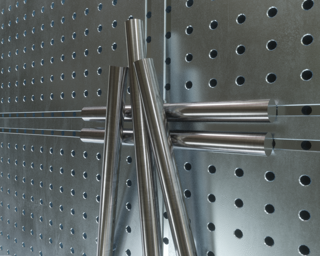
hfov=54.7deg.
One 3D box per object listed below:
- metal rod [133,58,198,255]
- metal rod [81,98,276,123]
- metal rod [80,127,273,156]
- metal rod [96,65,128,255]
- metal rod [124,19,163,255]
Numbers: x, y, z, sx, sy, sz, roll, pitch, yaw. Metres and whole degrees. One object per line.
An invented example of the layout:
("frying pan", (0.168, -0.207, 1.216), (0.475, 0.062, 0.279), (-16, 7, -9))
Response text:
("metal rod", (0.012, 0.065, 0.373), (0.025, 0.025, 0.298), (-14, 89, 39))
("metal rod", (-0.002, -0.020, 0.410), (0.300, 0.025, 0.025), (1, 91, 39))
("metal rod", (-0.005, 0.014, 0.412), (0.300, 0.025, 0.025), (1, 91, 39))
("metal rod", (-0.070, 0.062, 0.441), (0.025, 0.025, 0.298), (18, 108, 38))
("metal rod", (-0.021, 0.011, 0.393), (0.025, 0.025, 0.298), (-8, 85, 39))
